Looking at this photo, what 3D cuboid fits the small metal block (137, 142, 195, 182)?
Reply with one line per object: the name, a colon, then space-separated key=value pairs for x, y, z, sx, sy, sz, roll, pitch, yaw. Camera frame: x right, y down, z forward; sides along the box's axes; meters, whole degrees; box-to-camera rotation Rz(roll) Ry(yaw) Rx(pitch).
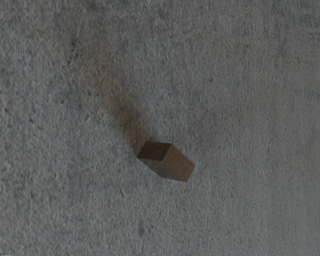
small metal block: x=0.008 y=0.043 z=0.394 sx=0.050 sy=0.050 sz=0.025 roll=43 pitch=64 yaw=-32
